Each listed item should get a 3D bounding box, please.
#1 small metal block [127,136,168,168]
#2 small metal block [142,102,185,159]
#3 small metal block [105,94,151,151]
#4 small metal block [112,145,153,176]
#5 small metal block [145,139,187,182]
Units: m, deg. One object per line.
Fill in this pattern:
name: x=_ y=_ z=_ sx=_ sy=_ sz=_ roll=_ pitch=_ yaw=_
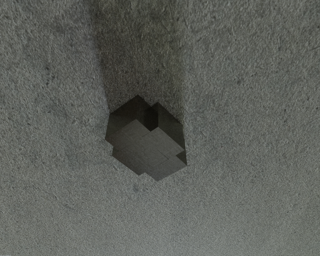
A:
small metal block: x=-0.015 y=0.015 z=0.404 sx=0.025 sy=0.050 sz=0.050 roll=-32 pitch=123 yaw=24
small metal block: x=0.005 y=0.003 z=0.394 sx=0.025 sy=0.050 sz=0.050 roll=-33 pitch=123 yaw=25
small metal block: x=-0.039 y=-0.007 z=0.385 sx=0.050 sy=0.050 sz=0.025 roll=-32 pitch=124 yaw=24
small metal block: x=-0.035 y=0.027 z=0.414 sx=0.025 sy=0.050 sz=0.050 roll=-32 pitch=123 yaw=24
small metal block: x=0.008 y=0.038 z=0.424 sx=0.050 sy=0.050 sz=0.025 roll=-32 pitch=124 yaw=24
